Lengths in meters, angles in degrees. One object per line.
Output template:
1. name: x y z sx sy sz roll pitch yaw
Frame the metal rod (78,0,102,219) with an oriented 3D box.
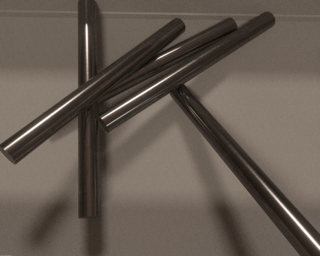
1. metal rod: -0.092 -0.040 0.395 0.025 0.025 0.299 -5 69 -2

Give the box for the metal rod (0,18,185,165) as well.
1. metal rod: -0.062 -0.063 0.388 0.025 0.025 0.301 37 57 12

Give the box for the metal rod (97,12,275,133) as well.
1. metal rod: 0.049 -0.085 0.421 0.302 0.025 0.025 -34 74 -20

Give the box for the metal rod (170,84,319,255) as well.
1. metal rod: 0.088 0.040 0.331 0.025 0.025 0.300 -26 47 -9

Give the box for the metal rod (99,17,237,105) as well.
1. metal rod: -0.020 -0.082 0.439 0.302 0.025 0.025 -29 73 -11
